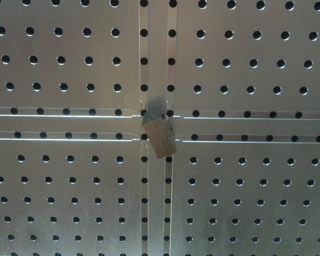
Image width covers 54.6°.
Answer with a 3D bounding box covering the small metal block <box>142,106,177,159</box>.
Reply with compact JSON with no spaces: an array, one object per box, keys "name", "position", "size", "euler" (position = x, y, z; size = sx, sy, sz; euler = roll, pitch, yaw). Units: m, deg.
[{"name":"small metal block","position":[0.000,0.004,0.401],"size":[0.025,0.050,0.050],"euler":[-21,109,7]}]
